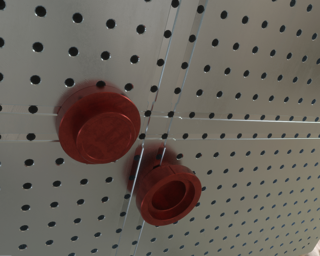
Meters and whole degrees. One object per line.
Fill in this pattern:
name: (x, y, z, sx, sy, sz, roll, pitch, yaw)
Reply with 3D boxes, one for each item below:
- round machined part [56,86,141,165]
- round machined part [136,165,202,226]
round machined part: (-0.068, 0.003, 0.365, 0.099, 0.042, 0.097, -14, 124, -21)
round machined part: (0.009, 0.095, 0.463, 0.099, 0.042, 0.097, -14, 124, -21)
